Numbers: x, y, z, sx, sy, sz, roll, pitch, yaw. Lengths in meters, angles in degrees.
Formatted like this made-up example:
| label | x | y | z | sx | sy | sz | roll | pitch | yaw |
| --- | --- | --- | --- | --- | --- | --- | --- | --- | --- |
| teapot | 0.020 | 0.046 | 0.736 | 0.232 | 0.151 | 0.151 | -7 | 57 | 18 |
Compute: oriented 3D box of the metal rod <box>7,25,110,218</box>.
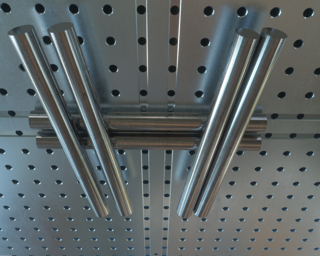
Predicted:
| label | x | y | z | sx | sy | sz | roll | pitch | yaw |
| --- | --- | --- | --- | --- | --- | --- | --- | --- | --- |
| metal rod | -0.112 | 0.018 | 0.394 | 0.025 | 0.025 | 0.299 | -6 | 130 | 5 |

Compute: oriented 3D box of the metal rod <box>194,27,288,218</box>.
| label | x | y | z | sx | sy | sz | roll | pitch | yaw |
| --- | --- | --- | --- | --- | --- | --- | --- | --- | --- |
| metal rod | 0.088 | 0.020 | 0.397 | 0.025 | 0.025 | 0.298 | 7 | 130 | -6 |

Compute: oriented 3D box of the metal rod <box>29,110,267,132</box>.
| label | x | y | z | sx | sy | sz | roll | pitch | yaw |
| --- | --- | --- | --- | --- | --- | --- | --- | --- | --- |
| metal rod | -0.014 | -0.009 | 0.405 | 0.302 | 0.025 | 0.025 | 1 | 130 | -1 |

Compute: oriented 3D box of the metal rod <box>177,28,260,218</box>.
| label | x | y | z | sx | sy | sz | roll | pitch | yaw |
| --- | --- | --- | --- | --- | --- | --- | --- | --- | --- |
| metal rod | 0.062 | 0.020 | 0.397 | 0.025 | 0.025 | 0.298 | 7 | 130 | -6 |

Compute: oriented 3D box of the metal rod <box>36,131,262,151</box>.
| label | x | y | z | sx | sy | sz | roll | pitch | yaw |
| --- | --- | --- | --- | --- | --- | --- | --- | --- | --- |
| metal rod | -0.014 | 0.018 | 0.427 | 0.302 | 0.025 | 0.025 | 1 | 130 | -1 |

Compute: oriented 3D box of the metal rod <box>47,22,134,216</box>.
| label | x | y | z | sx | sy | sz | roll | pitch | yaw |
| --- | --- | --- | --- | --- | --- | --- | --- | --- | --- |
| metal rod | -0.075 | 0.016 | 0.392 | 0.025 | 0.025 | 0.299 | -6 | 130 | 5 |
